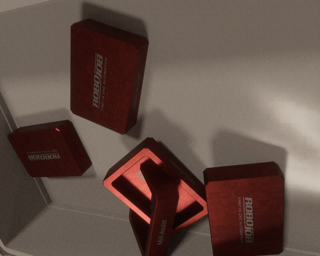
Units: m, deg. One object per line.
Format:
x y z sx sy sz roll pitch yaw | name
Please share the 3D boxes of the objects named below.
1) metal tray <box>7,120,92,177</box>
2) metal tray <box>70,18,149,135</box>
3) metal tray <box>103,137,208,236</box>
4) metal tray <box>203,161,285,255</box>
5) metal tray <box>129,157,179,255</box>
-0.188 0.038 0.526 0.130 0.030 0.090 -7 115 30 | metal tray
-0.070 -0.063 0.401 0.090 0.030 0.129 22 127 14 | metal tray
-0.001 0.086 0.431 0.090 0.030 0.130 -40 104 23 | metal tray
0.107 0.108 0.395 0.090 0.030 0.129 -7 117 7 | metal tray
-0.013 0.114 0.439 0.030 0.090 0.129 -4 123 -21 | metal tray
